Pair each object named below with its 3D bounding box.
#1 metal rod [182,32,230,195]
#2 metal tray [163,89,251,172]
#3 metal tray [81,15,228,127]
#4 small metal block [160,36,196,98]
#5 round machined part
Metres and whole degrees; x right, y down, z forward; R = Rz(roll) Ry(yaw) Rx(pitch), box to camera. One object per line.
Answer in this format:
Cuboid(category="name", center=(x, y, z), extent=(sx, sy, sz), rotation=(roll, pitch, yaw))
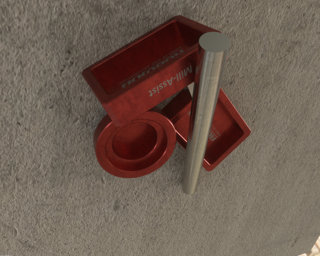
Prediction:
Cuboid(category="metal rod", center=(0.046, 0.013, 0.374), extent=(0.025, 0.025, 0.299), rotation=(-24, 149, -14))
Cuboid(category="metal tray", center=(0.066, -0.003, 0.441), extent=(0.090, 0.030, 0.130), rotation=(-44, 130, 2))
Cuboid(category="metal tray", center=(-0.009, -0.065, 0.322), extent=(0.131, 0.090, 0.030), rotation=(-33, 129, -8))
Cuboid(category="small metal block", center=(0.029, -0.070, 0.360), extent=(0.025, 0.050, 0.050), rotation=(-35, 144, -2))
Cuboid(category="round machined part", center=(-0.033, 0.011, 0.383), extent=(0.099, 0.042, 0.097), rotation=(-11, 125, -15))
